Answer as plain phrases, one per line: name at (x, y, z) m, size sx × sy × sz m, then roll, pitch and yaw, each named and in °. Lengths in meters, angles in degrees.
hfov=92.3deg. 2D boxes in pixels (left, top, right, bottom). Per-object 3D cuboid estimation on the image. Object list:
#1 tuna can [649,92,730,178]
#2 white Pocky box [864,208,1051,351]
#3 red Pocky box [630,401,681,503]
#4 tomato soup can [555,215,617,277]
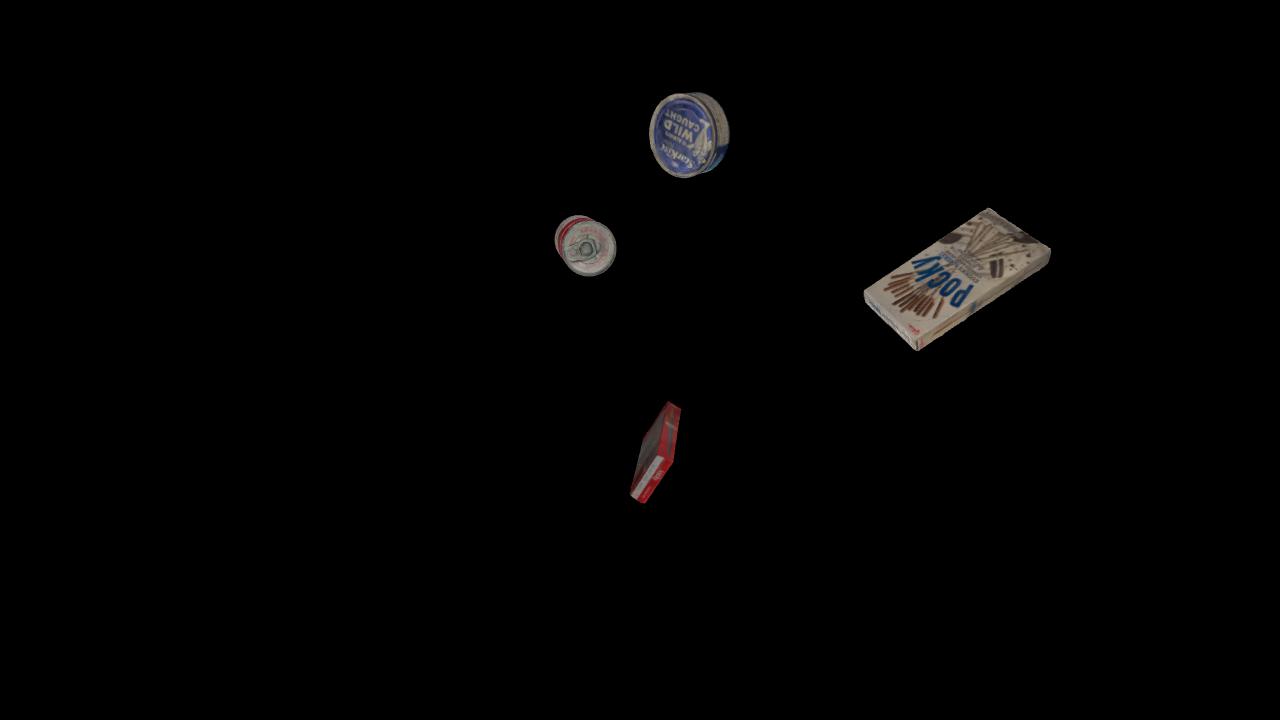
tuna can at (0.052, -0.238, 0.651) m, size 0.084 × 0.084 × 0.034 m, roll 0°, pitch 22°, yaw 42°
white Pocky box at (0.317, -0.083, 0.622) m, size 0.154 × 0.084 × 0.028 m, roll -34°, pitch -39°, yaw 4°
red Pocky box at (0.025, 0.129, 0.889) m, size 0.028 × 0.083 × 0.155 m, roll 28°, pitch 25°, yaw -5°
tomato soup can at (-0.072, -0.148, 0.785) m, size 0.068 × 0.068 × 0.101 m, roll 0°, pitch 17°, yaw -13°
